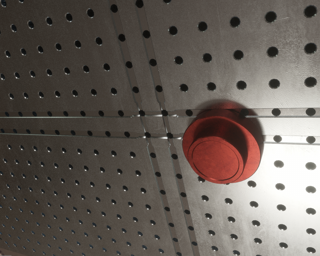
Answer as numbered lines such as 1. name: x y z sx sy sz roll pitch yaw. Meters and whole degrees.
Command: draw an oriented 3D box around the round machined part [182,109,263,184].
1. round machined part: 0.073 0.029 0.379 0.098 0.042 0.097 13 124 20
